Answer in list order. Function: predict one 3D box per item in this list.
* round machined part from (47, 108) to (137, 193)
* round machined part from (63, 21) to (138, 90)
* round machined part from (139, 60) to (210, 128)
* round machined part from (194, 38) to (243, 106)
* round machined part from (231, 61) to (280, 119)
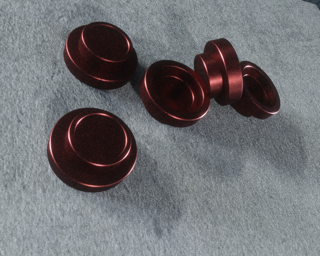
[{"bbox_3d":[-0.071,0.018,0.344,0.099,0.042,0.098,14,56,-21],"label":"round machined part"},{"bbox_3d":[-0.075,-0.103,0.416,0.099,0.042,0.098,14,56,-21],"label":"round machined part"},{"bbox_3d":[0.016,-0.043,0.430,0.099,0.042,0.098,14,56,-21],"label":"round machined part"},{"bbox_3d":[0.081,-0.079,0.458,0.042,0.098,0.098,-15,67,-6],"label":"round machined part"},{"bbox_3d":[0.145,-0.057,0.501,0.099,0.042,0.098,21,52,-29],"label":"round machined part"}]
